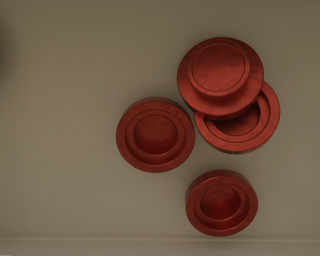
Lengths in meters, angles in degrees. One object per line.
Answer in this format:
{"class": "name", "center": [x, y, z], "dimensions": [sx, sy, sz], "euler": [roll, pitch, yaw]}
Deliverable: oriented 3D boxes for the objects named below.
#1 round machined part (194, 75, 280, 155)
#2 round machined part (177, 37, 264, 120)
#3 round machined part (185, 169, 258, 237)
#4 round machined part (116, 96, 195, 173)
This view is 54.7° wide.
{"class": "round machined part", "center": [0.093, -0.015, 0.381], "dimensions": [0.098, 0.042, 0.098], "euler": [-3, 75, 12]}
{"class": "round machined part", "center": [0.067, -0.061, 0.354], "dimensions": [0.098, 0.042, 0.098], "euler": [-3, 75, 12]}
{"class": "round machined part", "center": [0.084, 0.101, 0.440], "dimensions": [0.099, 0.042, 0.097], "euler": [0, 110, 0]}
{"class": "round machined part", "center": [-0.005, 0.006, 0.404], "dimensions": [0.099, 0.042, 0.097], "euler": [0, 110, 0]}
